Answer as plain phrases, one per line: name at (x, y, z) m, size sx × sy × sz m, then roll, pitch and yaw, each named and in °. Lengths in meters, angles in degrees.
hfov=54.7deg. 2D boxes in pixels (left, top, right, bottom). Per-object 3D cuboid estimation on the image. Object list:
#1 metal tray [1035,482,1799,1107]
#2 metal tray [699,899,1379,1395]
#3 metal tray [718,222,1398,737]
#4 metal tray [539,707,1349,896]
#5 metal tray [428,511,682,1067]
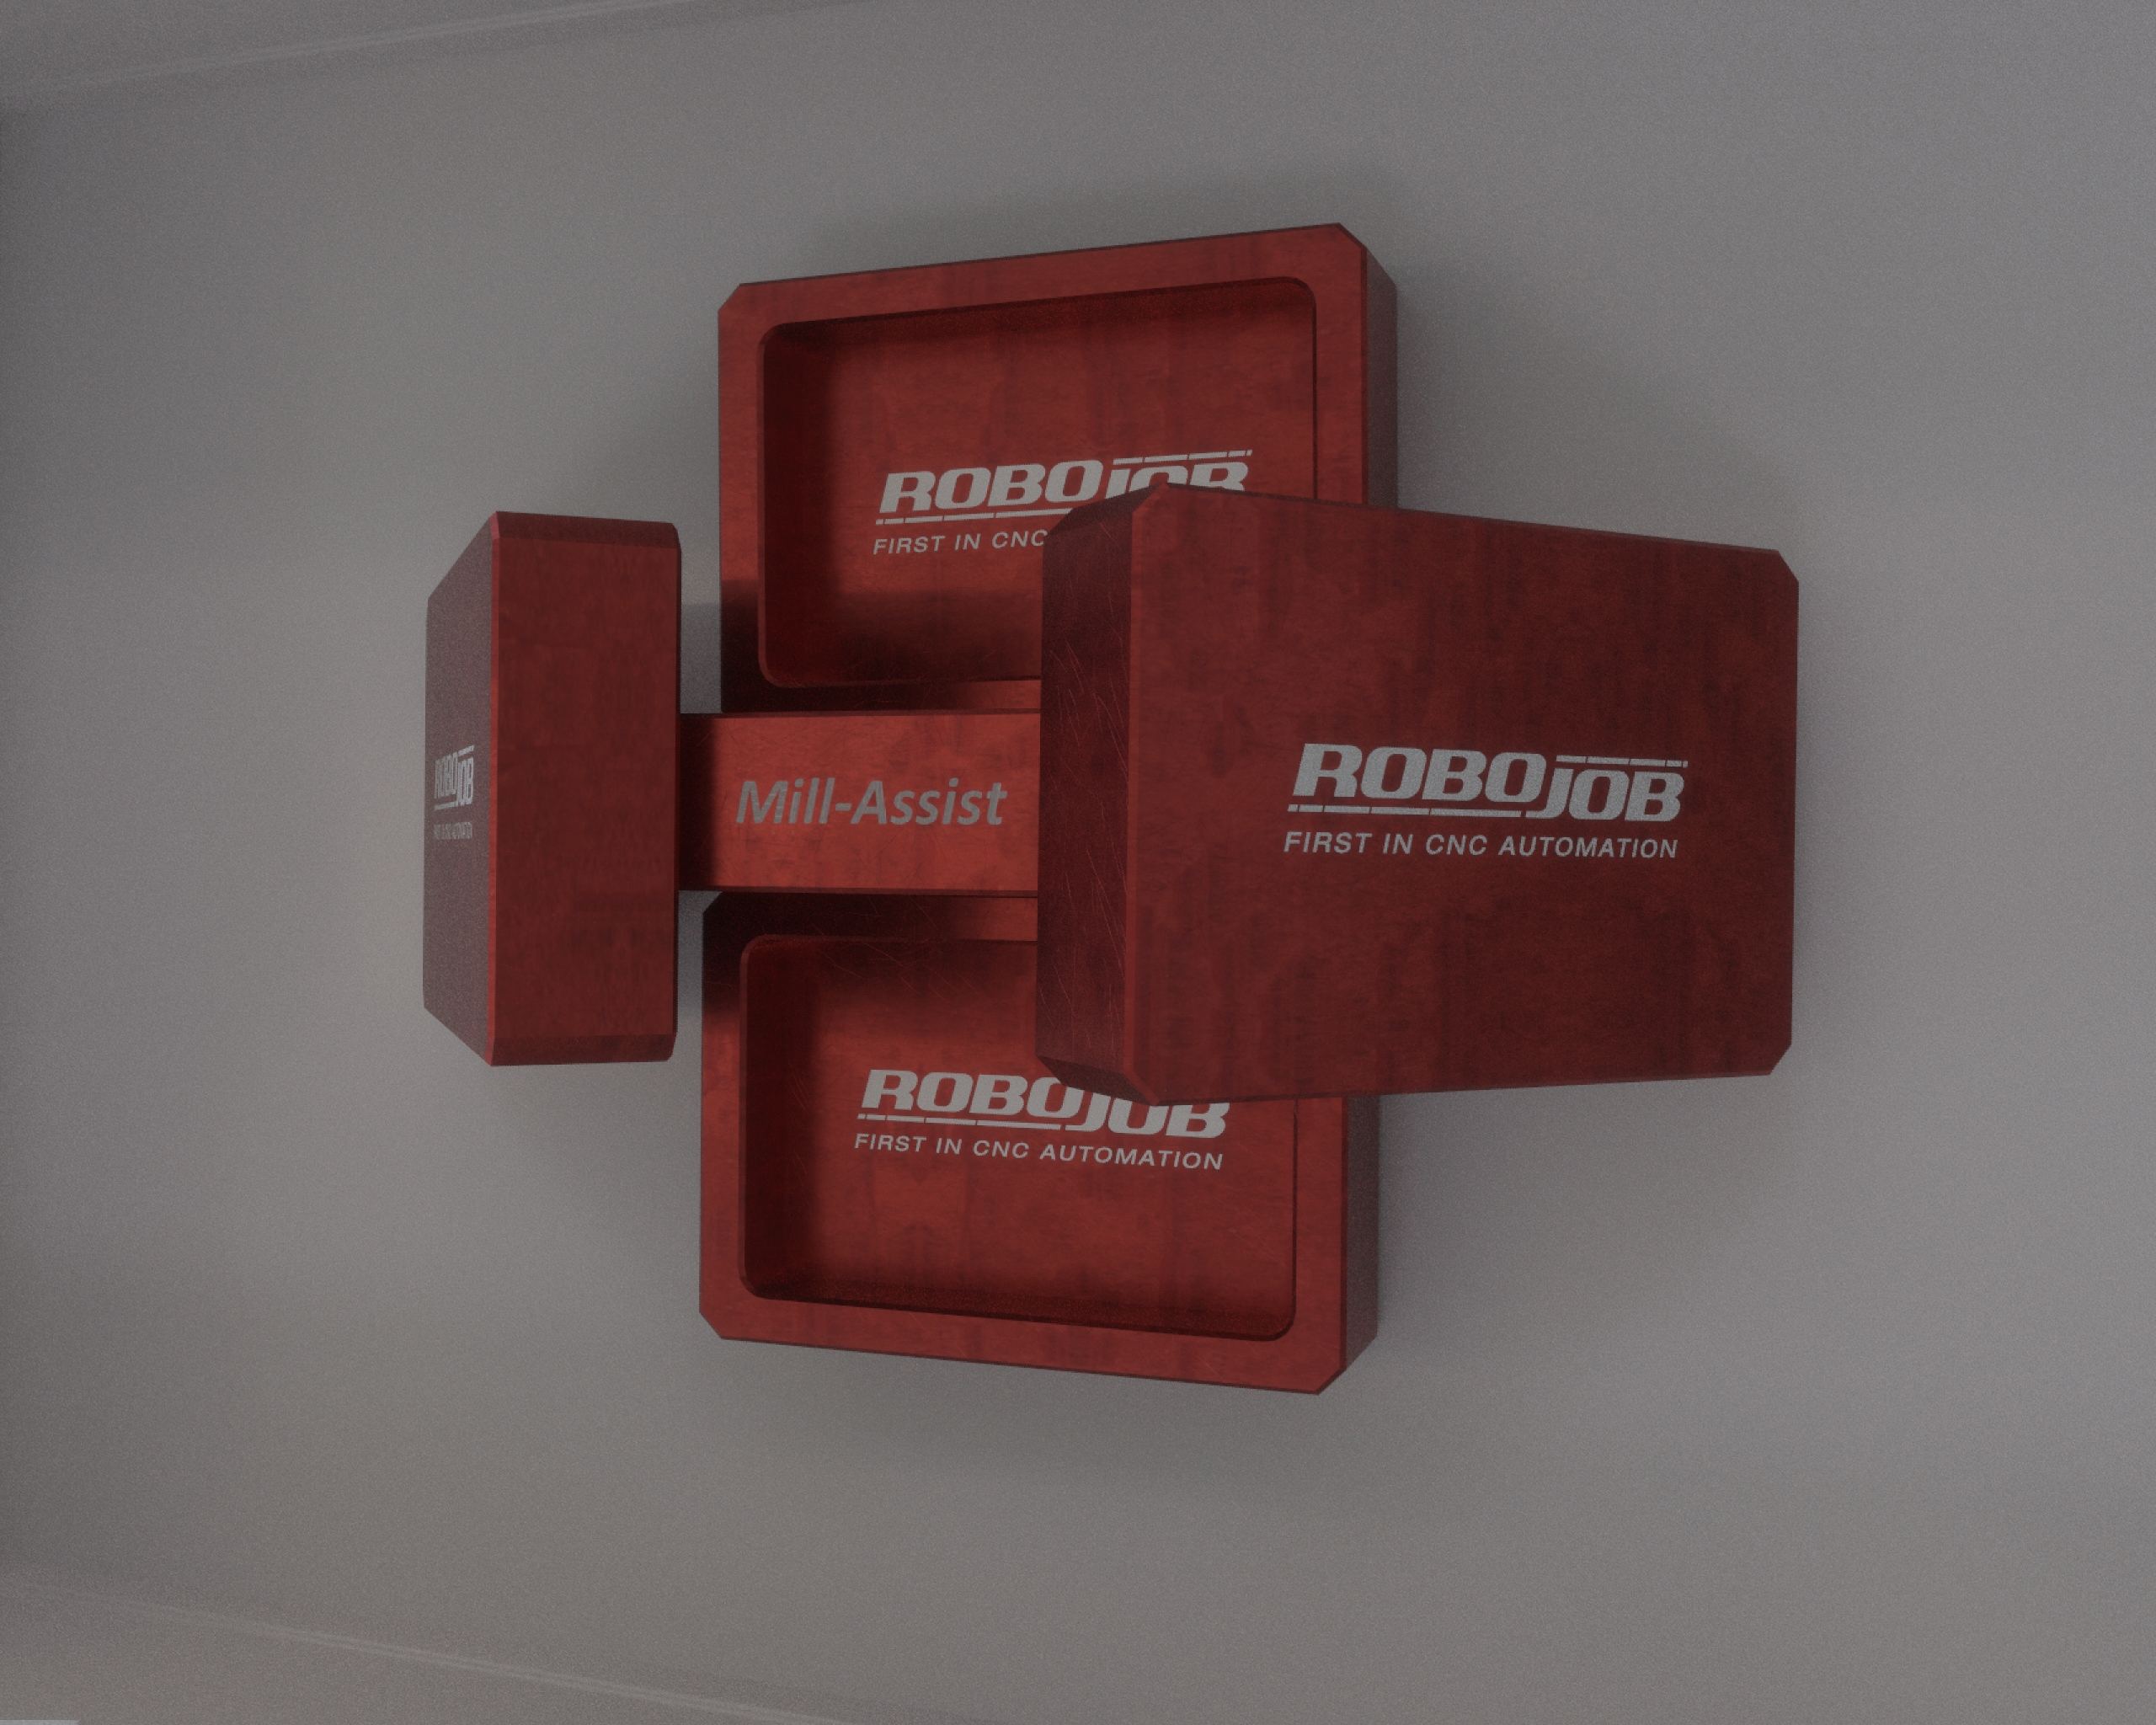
metal tray at (0.059, -0.009, 0.339) m, size 0.030 × 0.131 × 0.089 m, roll 1°, pitch 90°, yaw 62°
metal tray at (-0.009, 0.050, 0.407) m, size 0.130 × 0.030 × 0.089 m, roll 1°, pitch 90°, yaw 19°
metal tray at (-0.005, -0.070, 0.408) m, size 0.130 × 0.030 × 0.089 m, roll 0°, pitch 90°, yaw 19°
metal tray at (-0.019, -0.010, 0.381) m, size 0.130 × 0.090 × 0.030 m, roll 1°, pitch 90°, yaw 19°
metal tray at (-0.103, -0.012, 0.396) m, size 0.030 × 0.130 × 0.089 m, roll 1°, pitch 90°, yaw -22°
